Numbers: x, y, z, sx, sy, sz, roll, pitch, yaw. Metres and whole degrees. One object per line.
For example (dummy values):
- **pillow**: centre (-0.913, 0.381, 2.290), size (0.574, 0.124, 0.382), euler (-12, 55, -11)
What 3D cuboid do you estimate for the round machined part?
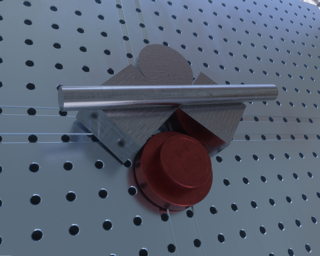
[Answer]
- **round machined part**: centre (0.023, 0.046, 0.376), size (0.099, 0.042, 0.098), euler (14, 56, -21)

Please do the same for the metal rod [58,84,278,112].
- **metal rod**: centre (0.033, -0.040, 0.379), size (0.303, 0.025, 0.025), euler (-5, 64, -30)

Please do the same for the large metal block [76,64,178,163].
- **large metal block**: centre (-0.040, -0.019, 0.377), size (0.080, 0.050, 0.080), euler (44, 51, 0)

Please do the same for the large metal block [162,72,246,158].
- **large metal block**: centre (0.062, -0.017, 0.428), size (0.080, 0.050, 0.080), euler (36, 52, -4)

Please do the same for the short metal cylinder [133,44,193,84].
- **short metal cylinder**: centre (-0.001, -0.068, 0.428), size (0.081, 0.050, 0.080), euler (14, 56, -21)
